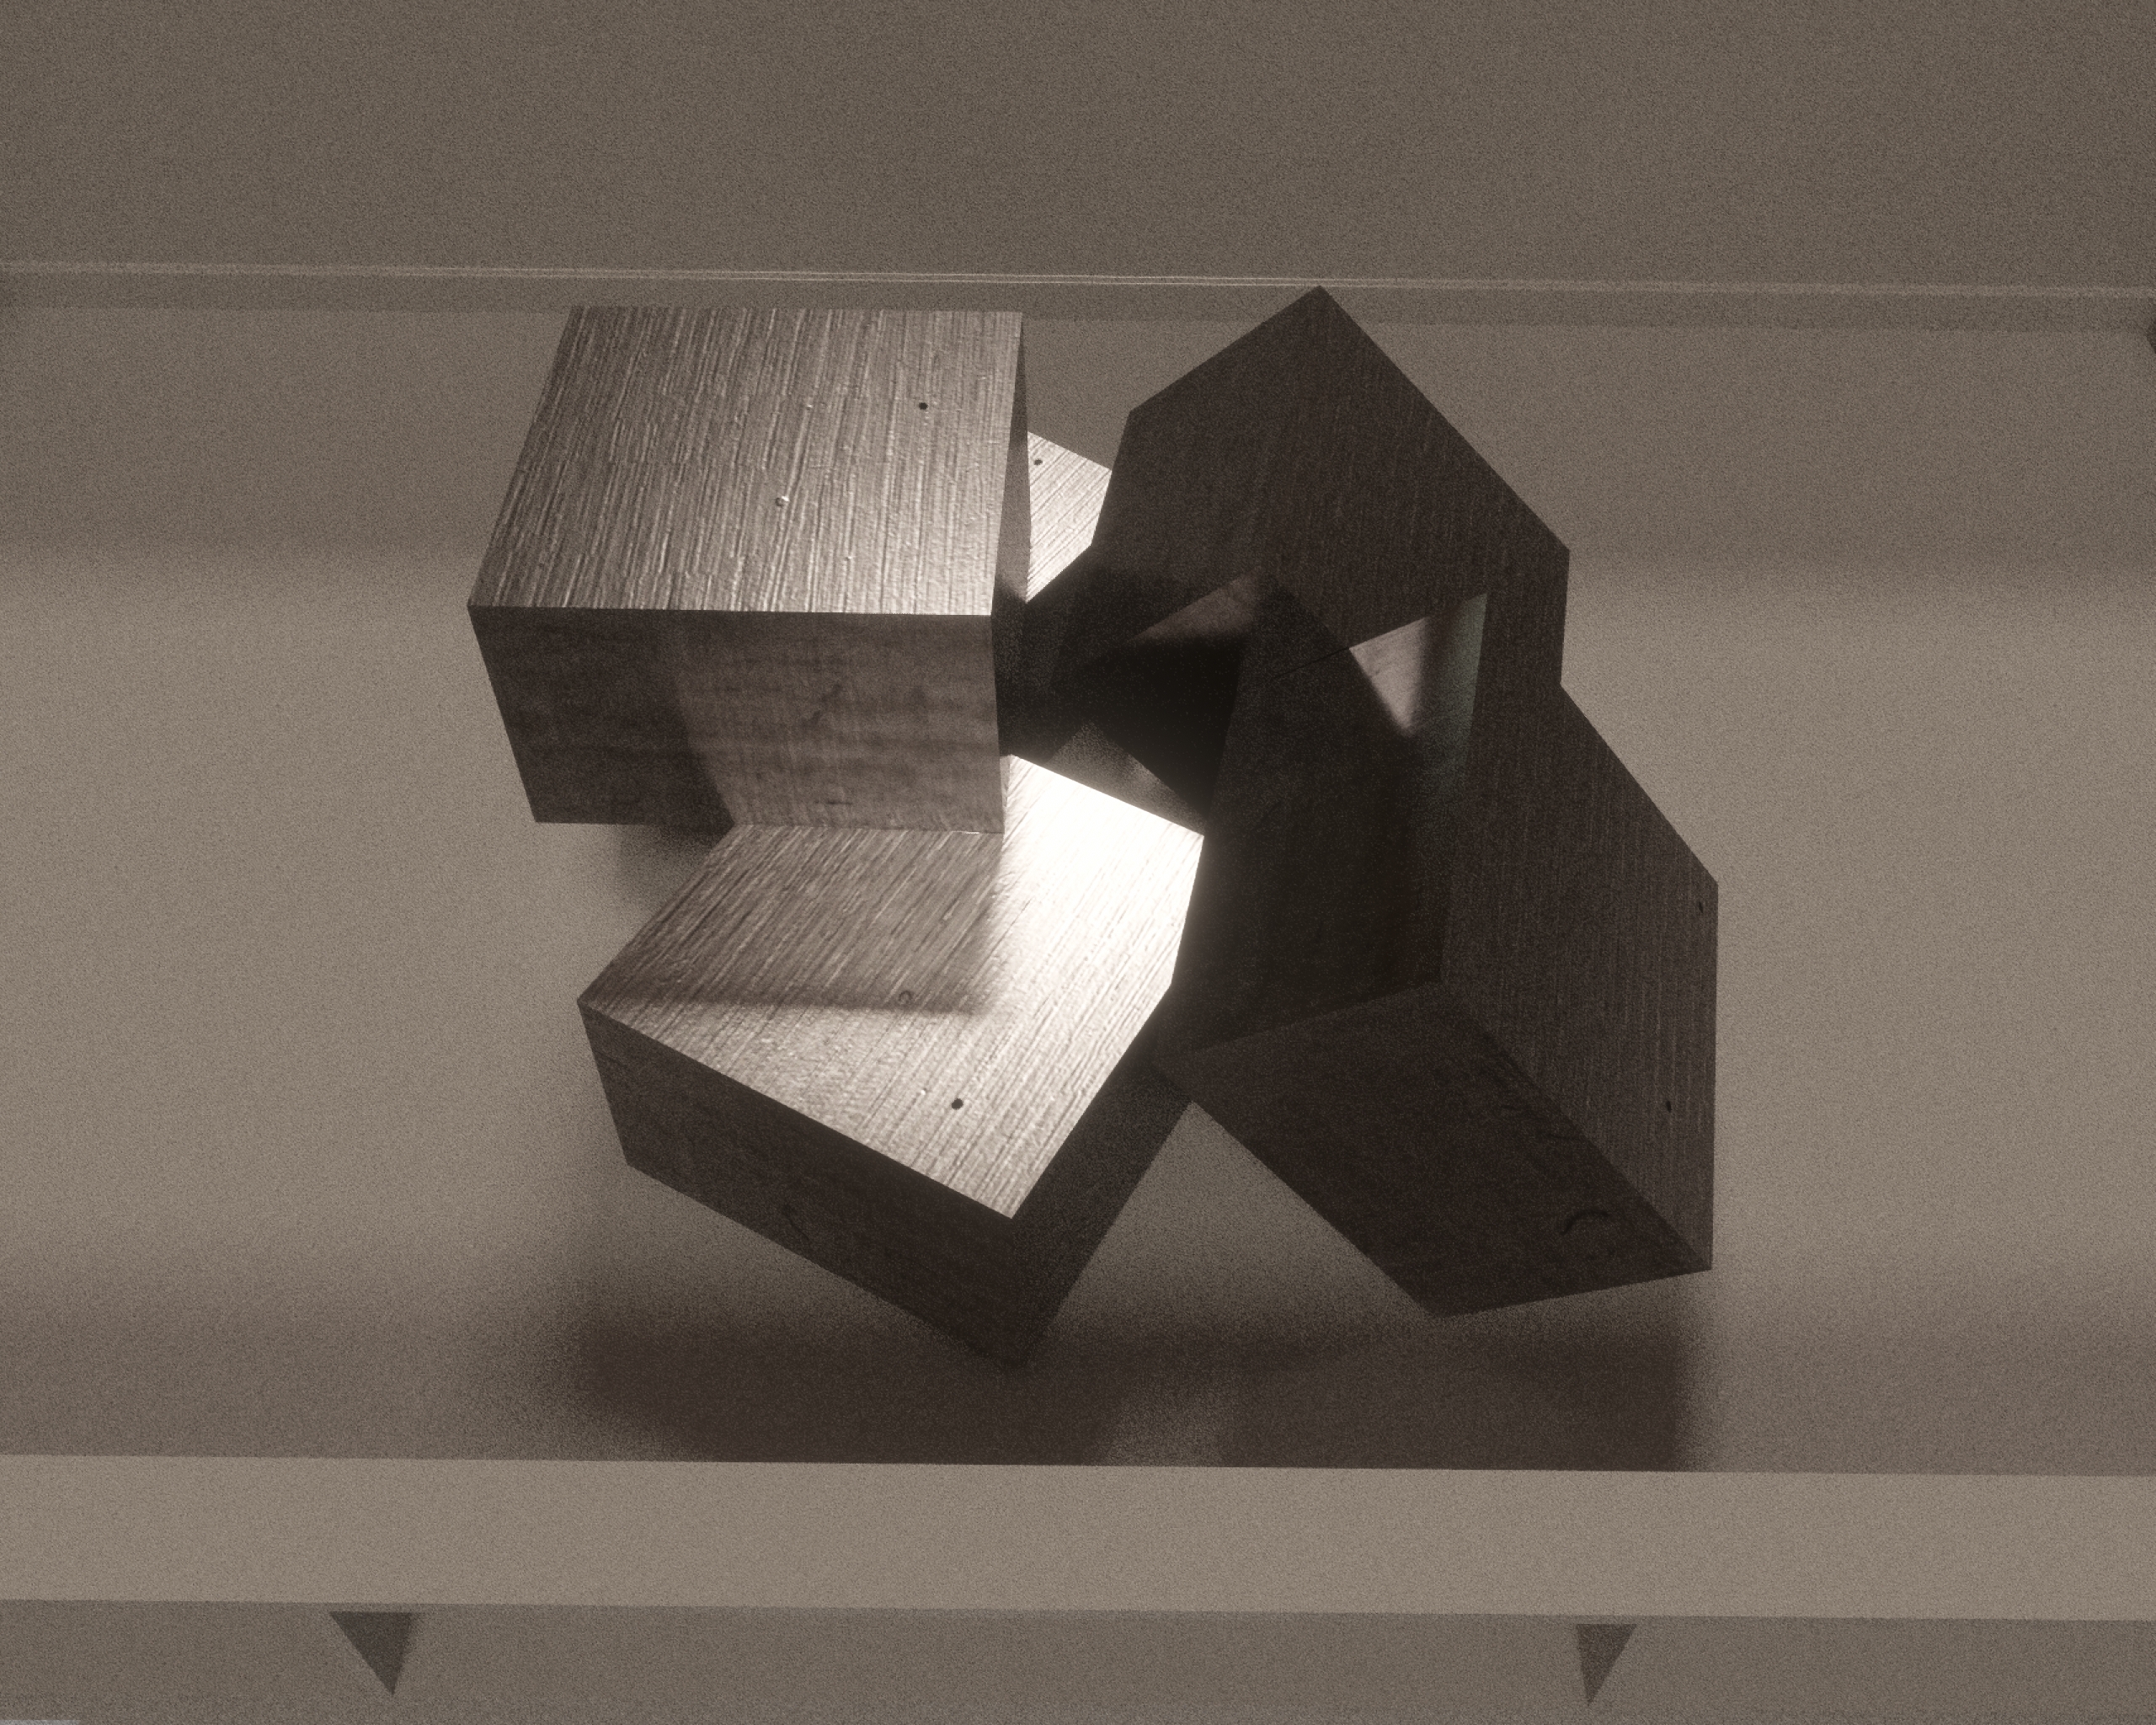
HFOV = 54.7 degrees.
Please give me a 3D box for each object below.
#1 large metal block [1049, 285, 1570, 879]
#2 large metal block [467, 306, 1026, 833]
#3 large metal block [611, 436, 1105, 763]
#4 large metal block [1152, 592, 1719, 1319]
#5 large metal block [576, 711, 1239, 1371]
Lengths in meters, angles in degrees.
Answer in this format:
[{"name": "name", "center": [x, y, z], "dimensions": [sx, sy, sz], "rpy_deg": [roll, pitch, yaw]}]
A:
[{"name": "large metal block", "center": [0.048, -0.048, 0.400], "dimensions": [0.080, 0.050, 0.080], "rpy_deg": [39, 45, -27]}, {"name": "large metal block", "center": [-0.051, -0.052, 0.363], "dimensions": [0.080, 0.050, 0.080], "rpy_deg": [1, 49, 2]}, {"name": "large metal block", "center": [-0.042, -0.052, 0.431], "dimensions": [0.080, 0.050, 0.080], "rpy_deg": [29, 56, 22]}, {"name": "large metal block", "center": [0.063, 0.017, 0.345], "dimensions": [0.050, 0.080, 0.080], "rpy_deg": [-21, 39, 36]}, {"name": "large metal block", "center": [-0.025, 0.026, 0.361], "dimensions": [0.080, 0.050, 0.080], "rpy_deg": [24, 54, 18]}]
